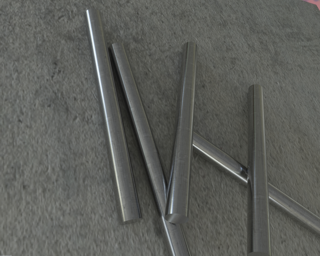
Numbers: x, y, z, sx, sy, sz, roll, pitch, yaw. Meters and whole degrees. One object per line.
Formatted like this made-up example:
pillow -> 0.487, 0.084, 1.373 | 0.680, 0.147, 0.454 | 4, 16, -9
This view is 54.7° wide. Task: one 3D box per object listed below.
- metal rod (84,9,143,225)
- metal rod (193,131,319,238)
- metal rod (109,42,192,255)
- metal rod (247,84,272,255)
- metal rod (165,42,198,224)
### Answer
metal rod -> -0.064, -0.033, 0.389 | 0.025, 0.025, 0.299 | 0, 62, -29
metal rod -> 0.161, 0.097, 0.433 | 0.301, 0.025, 0.025 | 34, 51, -6
metal rod -> -0.018, 0.018, 0.384 | 0.025, 0.025, 0.299 | -4, 64, -31
metal rod -> 0.134, 0.034, 0.429 | 0.025, 0.025, 0.300 | 29, 43, -11
metal rod -> 0.034, -0.019, 0.417 | 0.025, 0.025, 0.300 | 22, 48, -16
